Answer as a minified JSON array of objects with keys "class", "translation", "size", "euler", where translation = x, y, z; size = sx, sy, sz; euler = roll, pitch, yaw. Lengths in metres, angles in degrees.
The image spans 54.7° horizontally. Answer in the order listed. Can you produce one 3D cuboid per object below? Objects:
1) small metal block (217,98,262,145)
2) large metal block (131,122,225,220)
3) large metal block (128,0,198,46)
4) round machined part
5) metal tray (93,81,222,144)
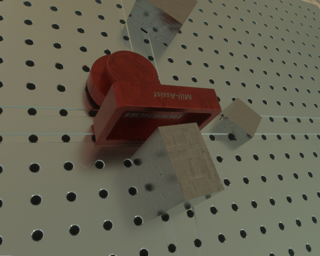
[{"class":"small metal block","translation":[0.125,-0.011,0.482],"size":[0.050,0.025,0.050],"euler":[39,51,-2]},{"class":"large metal block","translation":[0.016,0.050,0.351],"size":[0.050,0.080,0.080],"euler":[-7,65,-31]},{"class":"large metal block","translation":[0.006,-0.197,0.515],"size":[0.080,0.050,0.080],"euler":[33,51,-7]},{"class":"round machined part","translation":[-0.042,-0.063,0.407],"size":[0.099,0.042,0.098],"euler":[15,50,-18]},{"class":"metal tray","translation":[-0.004,-0.014,0.372],"size":[0.131,0.090,0.030],"euler":[1,62,-28]}]
